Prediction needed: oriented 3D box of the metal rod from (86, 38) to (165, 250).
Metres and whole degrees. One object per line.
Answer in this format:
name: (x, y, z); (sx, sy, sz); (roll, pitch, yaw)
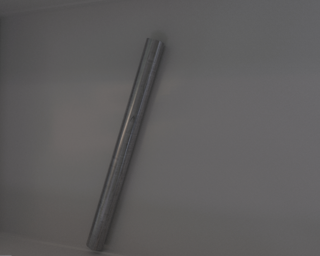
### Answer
metal rod: (-0.049, 0.026, 0.428); (0.025, 0.025, 0.298); (19, 96, 19)
